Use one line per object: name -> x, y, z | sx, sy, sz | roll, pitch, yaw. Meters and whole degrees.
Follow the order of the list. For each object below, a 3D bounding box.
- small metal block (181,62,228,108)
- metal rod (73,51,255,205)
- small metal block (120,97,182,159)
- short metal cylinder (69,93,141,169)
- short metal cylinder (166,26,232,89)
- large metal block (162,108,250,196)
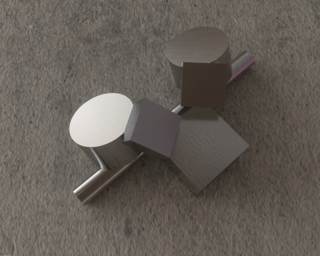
small metal block -> 0.050, -0.051, 0.362 | 0.050, 0.025, 0.050 | 2, 101, 0
metal rod -> 0.015, -0.008, 0.412 | 0.301, 0.025, 0.025 | -39, 75, -14
small metal block -> -0.009, 0.001, 0.343 | 0.050, 0.025, 0.050 | 26, 69, -25
short metal cylinder -> -0.062, 0.004, 0.379 | 0.080, 0.050, 0.080 | -9, 51, 12
short metal cylinder -> 0.053, -0.090, 0.414 | 0.080, 0.050, 0.080 | -9, 51, 12
large metal block -> 0.048, 0.026, 0.385 | 0.080, 0.050, 0.080 | -40, 75, -13
